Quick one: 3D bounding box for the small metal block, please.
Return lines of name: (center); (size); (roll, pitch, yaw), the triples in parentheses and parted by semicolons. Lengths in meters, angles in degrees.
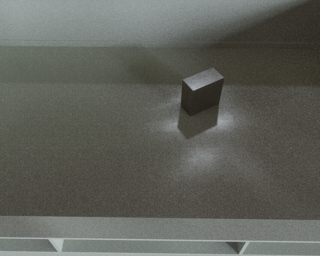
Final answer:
small metal block: (0.058, -0.050, 0.431); (0.050, 0.050, 0.025); (-24, 54, -19)
